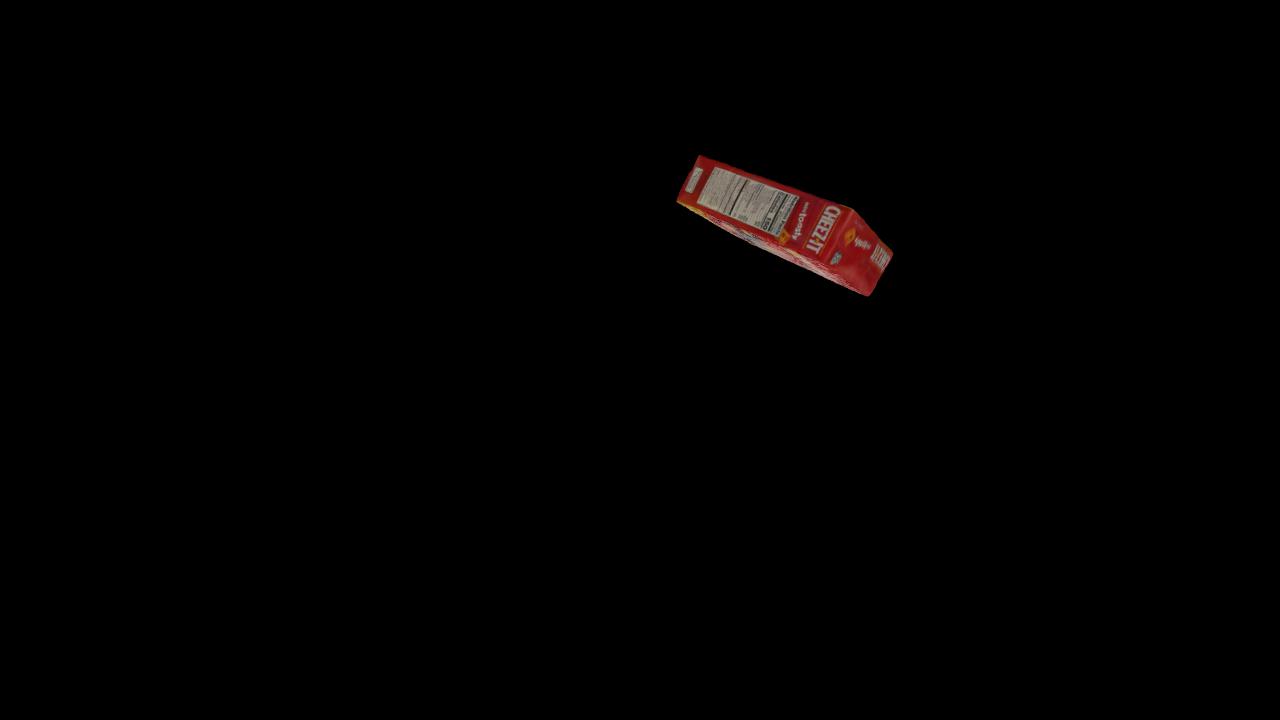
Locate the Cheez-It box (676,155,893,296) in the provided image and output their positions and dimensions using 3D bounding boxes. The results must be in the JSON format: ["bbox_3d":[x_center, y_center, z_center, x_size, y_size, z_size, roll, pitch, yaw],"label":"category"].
[{"bbox_3d":[0.179,-0.166,0.759,0.223,0.071,0.166,35,14,35],"label":"Cheez-It box"}]
